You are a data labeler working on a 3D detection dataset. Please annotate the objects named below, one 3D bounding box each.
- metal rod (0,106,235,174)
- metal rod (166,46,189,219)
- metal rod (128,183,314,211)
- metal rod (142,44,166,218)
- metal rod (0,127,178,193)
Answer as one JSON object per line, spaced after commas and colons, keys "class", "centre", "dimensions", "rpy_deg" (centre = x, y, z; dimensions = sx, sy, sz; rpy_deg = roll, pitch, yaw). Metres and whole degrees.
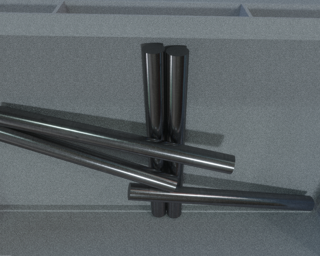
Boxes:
{"class": "metal rod", "centre": [-0.055, 0.016, 0.394], "dimensions": [0.302, 0.025, 0.025], "rpy_deg": [12, 129, -2]}
{"class": "metal rod", "centre": [0.021, 0.030, 0.431], "dimensions": [0.025, 0.025, 0.298], "rpy_deg": [-1, 130, 0]}
{"class": "metal rod", "centre": [0.102, 0.108, 0.478], "dimensions": [0.302, 0.025, 0.025], "rpy_deg": [7, 130, -14]}
{"class": "metal rod", "centre": [-0.005, 0.028, 0.429], "dimensions": [0.025, 0.025, 0.298], "rpy_deg": [-1, 130, 0]}
{"class": "metal rod", "centre": [-0.121, 0.033, 0.417], "dimensions": [0.302, 0.025, 0.025], "rpy_deg": [18, 128, -9]}
